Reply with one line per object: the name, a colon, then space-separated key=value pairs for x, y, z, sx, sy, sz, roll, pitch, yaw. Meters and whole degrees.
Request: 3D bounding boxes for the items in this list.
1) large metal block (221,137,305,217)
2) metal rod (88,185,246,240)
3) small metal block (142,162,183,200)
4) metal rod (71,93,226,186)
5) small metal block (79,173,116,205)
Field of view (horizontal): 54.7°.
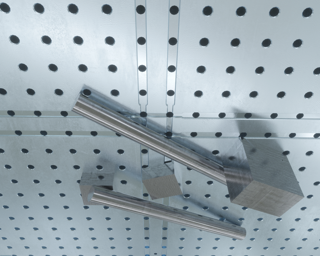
large metal block: x=0.140 y=0.068 z=0.435 sx=0.080 sy=0.080 sz=0.050 roll=20 pitch=127 yaw=-16
metal rod: x=0.026 y=0.147 z=0.518 sx=0.302 sy=0.025 sz=0.025 roll=22 pitch=127 yaw=-25
small metal block: x=0.004 y=0.083 z=0.482 sx=0.050 sy=0.025 sz=0.050 roll=-13 pitch=129 yaw=10
metal rod: x=0.020 y=0.032 z=0.438 sx=0.301 sy=0.025 sz=0.025 roll=27 pitch=125 yaw=-22
small metal block: x=-0.097 y=0.098 z=0.494 sx=0.050 sy=0.025 sz=0.050 roll=1 pitch=130 yaw=-1
